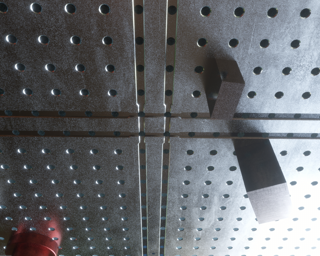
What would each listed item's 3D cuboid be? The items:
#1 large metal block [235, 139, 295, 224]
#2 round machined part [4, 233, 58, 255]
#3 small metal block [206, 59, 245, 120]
[{"bbox_3d":[0.149,0.077,0.443,0.050,0.080,0.080,-18,128,14],"label":"large metal block"},{"bbox_3d":[-0.256,0.252,0.611,0.099,0.042,0.097,-1,130,0],"label":"round machined part"},{"bbox_3d":[0.074,-0.045,0.358,0.025,0.050,0.050,6,130,-5],"label":"small metal block"}]
